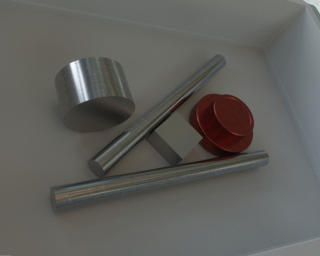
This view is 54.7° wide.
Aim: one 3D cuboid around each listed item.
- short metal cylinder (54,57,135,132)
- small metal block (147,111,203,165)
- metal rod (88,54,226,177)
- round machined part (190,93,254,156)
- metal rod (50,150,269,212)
[{"bbox_3d":[-0.074,-0.035,0.352,0.081,0.080,0.050,-5,65,-31],"label":"short metal cylinder"},{"bbox_3d":[0.020,0.014,0.407,0.050,0.025,0.050,46,51,3],"label":"small metal block"},{"bbox_3d":[0.016,-0.035,0.435,0.025,0.025,0.302,45,51,3],"label":"metal rod"},{"bbox_3d":[0.097,-0.010,0.451,0.099,0.042,0.098,14,56,-21],"label":"round machined part"},{"bbox_3d":[0.024,0.057,0.383,0.303,0.025,0.025,-6,65,-31],"label":"metal rod"}]
